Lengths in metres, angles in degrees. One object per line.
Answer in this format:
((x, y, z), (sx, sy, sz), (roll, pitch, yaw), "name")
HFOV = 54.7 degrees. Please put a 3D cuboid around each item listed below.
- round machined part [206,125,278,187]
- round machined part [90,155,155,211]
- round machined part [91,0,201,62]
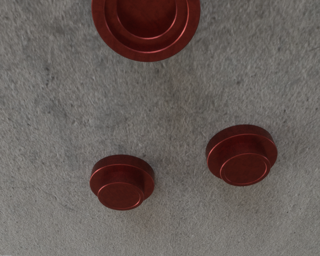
((0.116, 0.045, 0.437), (0.099, 0.042, 0.097), (-1, 130, 0), "round machined part")
((-0.057, 0.089, 0.471), (0.099, 0.042, 0.097), (-1, 130, 0), "round machined part")
((-0.012, -0.117, 0.297), (0.099, 0.042, 0.097), (-1, 130, 0), "round machined part")
